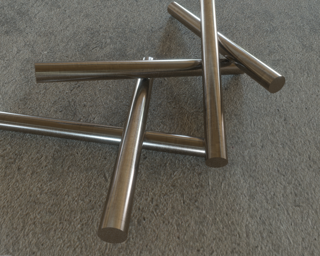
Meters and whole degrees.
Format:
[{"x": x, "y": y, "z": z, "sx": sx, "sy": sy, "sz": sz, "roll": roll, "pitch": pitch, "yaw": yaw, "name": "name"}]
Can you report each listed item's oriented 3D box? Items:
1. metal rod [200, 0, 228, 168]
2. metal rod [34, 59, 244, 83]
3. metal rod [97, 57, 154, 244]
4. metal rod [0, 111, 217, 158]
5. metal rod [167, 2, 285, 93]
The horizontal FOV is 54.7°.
[{"x": 0.070, "y": -0.085, "z": 0.426, "sx": 0.025, "sy": 0.025, "sz": 0.300, "roll": 2, "pitch": 56, "yaw": 2, "name": "metal rod"}, {"x": -0.010, "y": -0.082, "z": 0.428, "sx": 0.303, "sy": 0.025, "sz": 0.025, "roll": -6, "pitch": 49, "yaw": -23, "name": "metal rod"}, {"x": -0.029, "y": -0.006, "z": 0.374, "sx": 0.025, "sy": 0.025, "sz": 0.300, "roll": 3, "pitch": 40, "yaw": 3, "name": "metal rod"}, {"x": -0.078, "y": 0.007, "z": 0.396, "sx": 0.302, "sy": 0.025, "sz": 0.025, "roll": 7, "pitch": 51, "yaw": 6, "name": "metal rod"}, {"x": 0.086, "y": -0.143, "z": 0.493, "sx": 0.025, "sy": 0.025, "sz": 0.300, "roll": -19, "pitch": 44, "yaw": -15, "name": "metal rod"}]
